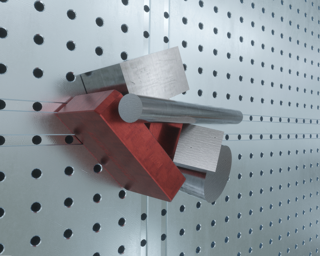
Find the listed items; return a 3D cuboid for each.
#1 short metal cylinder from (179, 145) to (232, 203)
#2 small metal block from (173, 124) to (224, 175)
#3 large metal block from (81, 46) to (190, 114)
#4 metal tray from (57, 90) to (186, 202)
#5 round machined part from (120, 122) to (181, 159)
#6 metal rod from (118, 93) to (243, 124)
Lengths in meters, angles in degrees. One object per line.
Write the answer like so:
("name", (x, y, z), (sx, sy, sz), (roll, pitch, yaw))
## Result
("short metal cylinder", (0.059, 0.057, 0.429), (0.081, 0.050, 0.079), (-26, 123, -48))
("small metal block", (0.047, 0.025, 0.378), (0.025, 0.050, 0.050), (74, 31, -73))
("large metal block", (-0.028, -0.052, 0.349), (0.081, 0.080, 0.050), (-27, 107, -37))
("metal tray", (-0.041, 0.021, 0.333), (0.030, 0.090, 0.130), (-51, 121, -28))
("round machined part", (-0.001, 0.006, 0.403), (0.099, 0.042, 0.097), (0, 90, -40))
("metal rod", (0.051, -0.018, 0.392), (0.302, 0.025, 0.025), (-1, 91, -60))
